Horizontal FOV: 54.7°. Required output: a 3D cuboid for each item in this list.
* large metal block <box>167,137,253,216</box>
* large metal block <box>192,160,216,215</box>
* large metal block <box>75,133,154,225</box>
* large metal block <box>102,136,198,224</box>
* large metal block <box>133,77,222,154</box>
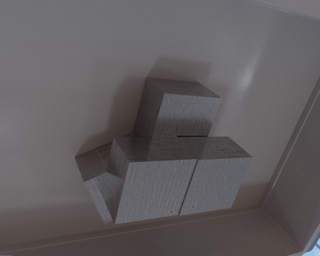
[{"bbox_3d":[0.057,0.058,0.391,0.081,0.050,0.079,1,118,-29],"label":"large metal block"},{"bbox_3d":[0.040,0.070,0.454,0.080,0.050,0.080,-47,129,5],"label":"large metal block"},{"bbox_3d":[-0.053,0.065,0.402,0.081,0.050,0.080,-24,127,-14],"label":"large metal block"},{"bbox_3d":[-0.014,0.056,0.353,0.081,0.050,0.079,1,118,-29],"label":"large metal block"},{"bbox_3d":[0.020,-0.014,0.392,0.081,0.050,0.079,1,118,-29],"label":"large metal block"}]
